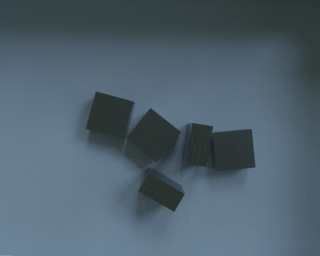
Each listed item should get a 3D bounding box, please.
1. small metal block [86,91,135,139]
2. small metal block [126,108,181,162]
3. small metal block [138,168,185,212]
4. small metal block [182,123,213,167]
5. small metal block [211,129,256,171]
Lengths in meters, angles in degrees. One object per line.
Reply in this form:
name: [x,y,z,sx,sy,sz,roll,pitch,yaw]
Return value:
small metal block: [-0.064,-0.016,0.408,0.050,0.025,0.050,15,90,-1]
small metal block: [-0.008,0.009,0.409,0.050,0.025,0.050,39,90,-1]
small metal block: [0.002,0.077,0.397,0.050,0.050,0.025,30,91,-1]
small metal block: [0.047,0.020,0.398,0.025,0.050,0.050,10,90,-1]
small metal block: [0.096,0.028,0.410,0.050,0.025,0.050,-6,90,-1]
